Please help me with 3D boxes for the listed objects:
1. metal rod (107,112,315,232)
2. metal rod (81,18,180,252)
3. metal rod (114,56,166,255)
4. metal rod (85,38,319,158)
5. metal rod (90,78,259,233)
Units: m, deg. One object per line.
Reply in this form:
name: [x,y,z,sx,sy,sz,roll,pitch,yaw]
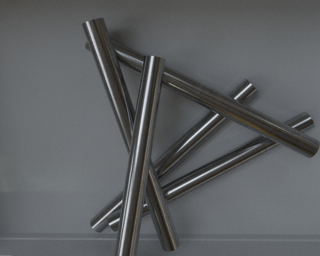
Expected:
metal rod: [0.065,0.061,0.421,0.301,0.025,0.025,-29,108,4]
metal rod: [-0.030,0.020,0.377,0.025,0.025,0.298,-17,105,5]
metal rod: [-0.028,0.069,0.355,0.025,0.025,0.298,8,93,-4]
metal rod: [0.052,-0.040,0.375,0.301,0.025,0.025,26,108,-1]
metal rod: [0.011,0.046,0.428,0.025,0.025,0.299,43,104,-15]
